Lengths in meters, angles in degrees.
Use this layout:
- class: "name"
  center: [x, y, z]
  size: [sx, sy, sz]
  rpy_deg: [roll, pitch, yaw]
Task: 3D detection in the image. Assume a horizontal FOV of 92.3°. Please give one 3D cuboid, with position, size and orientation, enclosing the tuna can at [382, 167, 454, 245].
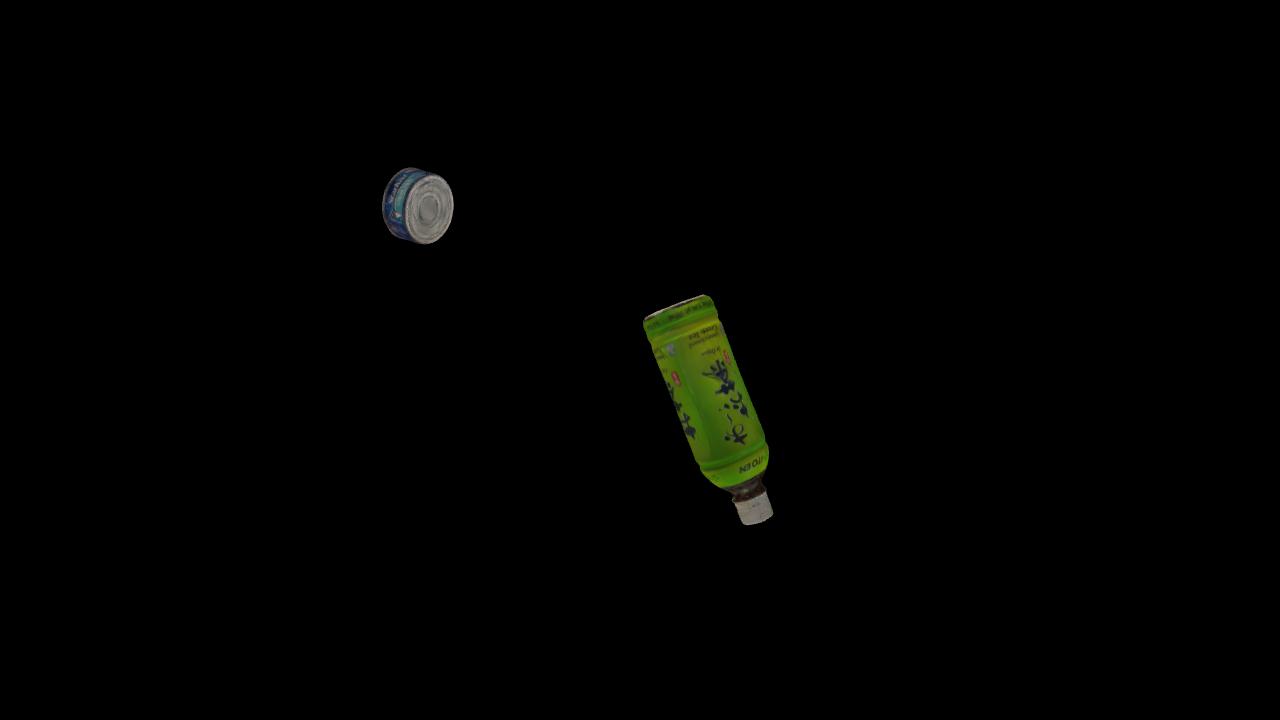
- class: "tuna can"
  center: [-0.257, -0.178, 0.717]
  size: [0.034, 0.084, 0.084]
  rpy_deg: [19, 7, 19]

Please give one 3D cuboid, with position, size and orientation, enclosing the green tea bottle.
- class: "green tea bottle"
  center: [0.071, 0.048, 0.566]
  size: [0.073, 0.212, 0.073]
  rpy_deg: [-23, 1, 0]
